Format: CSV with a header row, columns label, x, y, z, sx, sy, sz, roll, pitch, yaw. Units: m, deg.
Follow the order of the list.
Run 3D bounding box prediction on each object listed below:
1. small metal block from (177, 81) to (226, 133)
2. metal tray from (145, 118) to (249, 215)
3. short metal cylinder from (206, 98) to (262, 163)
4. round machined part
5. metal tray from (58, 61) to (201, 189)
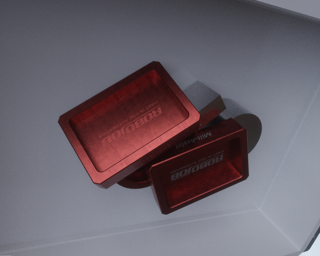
label,x,y,z,sx,sy,sz,roll,pitch,yaw
small metal block,0.048,-0.029,0.400,0.050,0.050,0.025,-38,130,-5
metal tray,0.050,0.050,0.402,0.131,0.030,0.089,-21,126,-11
short metal cylinder,0.098,0.004,0.448,0.081,0.050,0.079,-14,125,-21
round machined part,-0.025,0.028,0.402,0.099,0.042,0.097,-14,125,-21
metal tray,-0.032,-0.005,0.342,0.131,0.090,0.030,-32,161,-8
